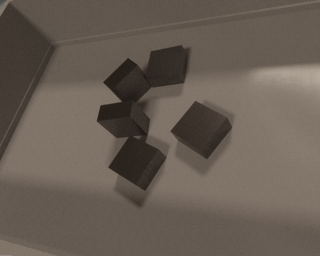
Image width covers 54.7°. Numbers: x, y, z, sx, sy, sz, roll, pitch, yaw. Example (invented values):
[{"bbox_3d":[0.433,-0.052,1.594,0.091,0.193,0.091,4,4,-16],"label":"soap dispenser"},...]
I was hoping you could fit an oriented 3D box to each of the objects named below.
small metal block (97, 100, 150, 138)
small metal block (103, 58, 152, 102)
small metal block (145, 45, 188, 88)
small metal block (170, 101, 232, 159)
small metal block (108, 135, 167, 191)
[{"bbox_3d":[-0.048,-0.011,0.420,0.050,0.050,0.025,-7,59,24],"label":"small metal block"},{"bbox_3d":[-0.045,-0.064,0.451,0.050,0.050,0.025,-45,51,-4],"label":"small metal block"},{"bbox_3d":[0.010,-0.090,0.454,0.050,0.025,0.050,-5,59,25],"label":"small metal block"},{"bbox_3d":[0.050,0.002,0.377,0.050,0.025,0.050,34,80,38],"label":"small metal block"},{"bbox_3d":[-0.029,0.044,0.393,0.050,0.025,0.050,24,74,36],"label":"small metal block"}]
